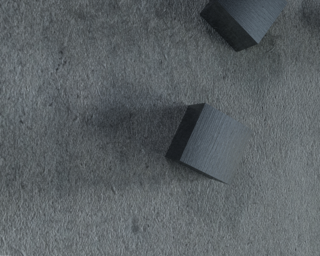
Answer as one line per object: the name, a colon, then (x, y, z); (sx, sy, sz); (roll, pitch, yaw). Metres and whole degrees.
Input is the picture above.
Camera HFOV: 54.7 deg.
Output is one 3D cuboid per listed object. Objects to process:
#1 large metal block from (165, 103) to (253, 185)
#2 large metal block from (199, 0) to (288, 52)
large metal block: (0.066, 0.021, 0.420); (0.080, 0.050, 0.080); (28, 81, -18)
large metal block: (0.118, -0.169, 0.439); (0.080, 0.050, 0.080); (40, 77, -16)
